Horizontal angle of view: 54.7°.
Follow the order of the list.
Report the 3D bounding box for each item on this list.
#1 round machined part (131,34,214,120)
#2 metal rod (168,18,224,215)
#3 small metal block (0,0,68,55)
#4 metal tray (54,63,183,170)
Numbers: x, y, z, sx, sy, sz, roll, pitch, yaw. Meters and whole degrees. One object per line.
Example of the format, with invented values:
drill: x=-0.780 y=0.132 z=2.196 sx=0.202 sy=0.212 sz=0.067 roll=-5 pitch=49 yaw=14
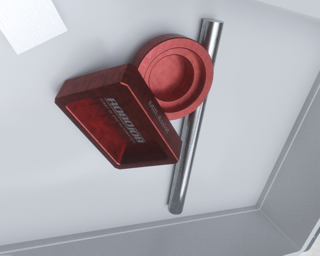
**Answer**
round machined part: x=0.010 y=-0.062 z=0.364 sx=0.099 sy=0.042 sz=0.097 roll=-11 pitch=121 yaw=-19
metal rod: x=0.044 y=0.003 z=0.436 sx=0.025 sy=0.025 sz=0.298 roll=-6 pitch=121 yaw=-26
small metal block: x=-0.121 y=-0.103 z=0.280 sx=0.050 sy=0.025 sz=0.050 roll=-30 pitch=129 yaw=-9
metal tray: x=-0.041 y=-0.005 z=0.348 sx=0.090 sy=0.030 sz=0.130 roll=-9 pitch=135 yaw=26
